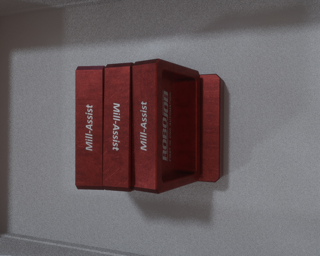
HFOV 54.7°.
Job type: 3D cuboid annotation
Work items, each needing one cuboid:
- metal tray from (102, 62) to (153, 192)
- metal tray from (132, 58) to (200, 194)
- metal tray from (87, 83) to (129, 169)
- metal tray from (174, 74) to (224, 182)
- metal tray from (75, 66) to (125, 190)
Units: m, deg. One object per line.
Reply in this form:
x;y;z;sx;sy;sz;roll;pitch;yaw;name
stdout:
-0.028;0.000;0.351;0.030;0.090;0.129;0;88;20;metal tray
0.010;-0.002;0.336;0.030;0.091;0.129;0;90;34;metal tray
-0.053;-0.002;0.424;0.090;0.030;0.129;1;90;20;metal tray
0.033;0.000;0.394;0.090;0.030;0.129;1;90;20;metal tray
-0.067;0.000;0.363;0.030;0.090;0.129;0;90;7;metal tray
